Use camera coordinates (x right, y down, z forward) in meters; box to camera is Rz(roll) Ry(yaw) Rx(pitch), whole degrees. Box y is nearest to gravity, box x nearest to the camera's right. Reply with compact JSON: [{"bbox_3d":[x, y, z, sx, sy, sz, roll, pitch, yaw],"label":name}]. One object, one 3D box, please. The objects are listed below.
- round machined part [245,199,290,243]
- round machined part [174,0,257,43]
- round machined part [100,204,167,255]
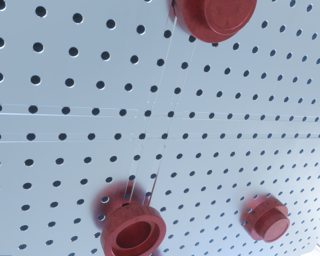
[{"bbox_3d":[0.231,0.201,0.649,0.099,0.042,0.097,-14,124,-21],"label":"round machined part"},{"bbox_3d":[0.069,-0.144,0.348,0.099,0.042,0.097,-14,124,-21],"label":"round machined part"},{"bbox_3d":[-0.043,0.155,0.472,0.099,0.042,0.097,-14,124,-21],"label":"round machined part"}]
